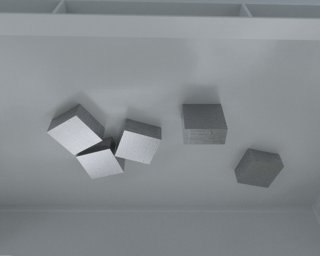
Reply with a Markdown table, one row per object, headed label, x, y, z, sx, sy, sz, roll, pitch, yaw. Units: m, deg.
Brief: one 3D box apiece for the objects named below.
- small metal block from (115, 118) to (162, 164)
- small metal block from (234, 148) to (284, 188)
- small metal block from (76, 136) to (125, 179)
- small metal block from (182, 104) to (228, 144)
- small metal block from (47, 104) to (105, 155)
| label | x | y | z | sx | sy | sz | roll | pitch | yaw |
| --- | --- | --- | --- | --- | --- | --- | --- | --- | --- |
| small metal block | -0.030 | 0.019 | 0.425 | 0.050 | 0.025 | 0.050 | 15 | 129 | -13 |
| small metal block | 0.147 | 0.061 | 0.463 | 0.050 | 0.025 | 0.050 | 11 | 129 | -10 |
| small metal block | -0.084 | 0.044 | 0.445 | 0.050 | 0.025 | 0.050 | -14 | 129 | 11 |
| small metal block | 0.054 | -0.005 | 0.389 | 0.050 | 0.050 | 0.025 | 0 | 130 | -1 |
| small metal block | -0.110 | 0.003 | 0.410 | 0.050 | 0.025 | 0.050 | -26 | 126 | 20 |
